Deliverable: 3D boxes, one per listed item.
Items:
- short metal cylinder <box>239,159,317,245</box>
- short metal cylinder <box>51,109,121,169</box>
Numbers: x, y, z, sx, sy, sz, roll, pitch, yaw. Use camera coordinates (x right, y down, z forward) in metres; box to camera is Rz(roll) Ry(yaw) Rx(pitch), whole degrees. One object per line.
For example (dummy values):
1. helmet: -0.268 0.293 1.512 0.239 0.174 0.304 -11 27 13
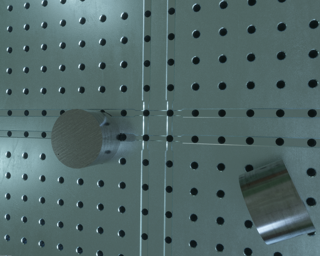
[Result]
1. short metal cylinder: 0.127 0.080 0.338 0.050 0.080 0.080 -26 82 18
2. short metal cylinder: -0.103 0.014 0.436 0.080 0.050 0.079 0 90 20
